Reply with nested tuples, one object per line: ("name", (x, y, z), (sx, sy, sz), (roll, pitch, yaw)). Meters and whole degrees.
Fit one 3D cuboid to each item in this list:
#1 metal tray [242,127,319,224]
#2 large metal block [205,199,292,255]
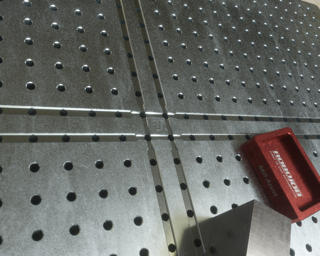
("metal tray", (0.192, 0.067, 0.466), (0.091, 0.030, 0.130), (-12, 68, -33))
("large metal block", (0.093, 0.136, 0.340), (0.050, 0.080, 0.080), (30, 52, -9))
